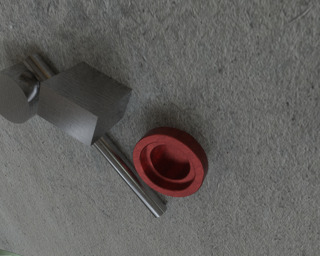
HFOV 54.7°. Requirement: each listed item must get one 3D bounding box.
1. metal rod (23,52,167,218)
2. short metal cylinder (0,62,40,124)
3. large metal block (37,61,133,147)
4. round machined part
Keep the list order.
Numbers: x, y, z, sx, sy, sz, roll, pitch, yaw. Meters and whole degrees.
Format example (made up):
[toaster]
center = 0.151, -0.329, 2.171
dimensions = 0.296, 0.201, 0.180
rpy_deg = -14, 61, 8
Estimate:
[metal rod]
center = -0.091, 0.016, 0.462
dimensions = 0.025, 0.025, 0.300
rpy_deg = -32, 101, 38
[short metal cylinder]
center = -0.209, -0.053, 0.465
dimensions = 0.080, 0.050, 0.079
rpy_deg = 13, 124, 20
[large metal block]
center = -0.095, -0.034, 0.399
dimensions = 0.080, 0.080, 0.050
rpy_deg = 30, 128, 8
[round machined part]
center = 0.017, 0.040, 0.411
dimensions = 0.098, 0.042, 0.097
rpy_deg = 13, 124, 20
